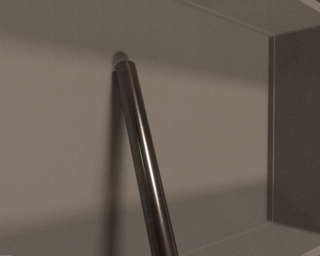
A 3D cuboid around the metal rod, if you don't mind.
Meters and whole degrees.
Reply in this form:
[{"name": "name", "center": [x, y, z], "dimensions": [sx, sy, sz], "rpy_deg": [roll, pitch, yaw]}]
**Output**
[{"name": "metal rod", "center": [-0.010, 0.060, 0.319], "dimensions": [0.025, 0.025, 0.299], "rpy_deg": [7, 60, -40]}]
